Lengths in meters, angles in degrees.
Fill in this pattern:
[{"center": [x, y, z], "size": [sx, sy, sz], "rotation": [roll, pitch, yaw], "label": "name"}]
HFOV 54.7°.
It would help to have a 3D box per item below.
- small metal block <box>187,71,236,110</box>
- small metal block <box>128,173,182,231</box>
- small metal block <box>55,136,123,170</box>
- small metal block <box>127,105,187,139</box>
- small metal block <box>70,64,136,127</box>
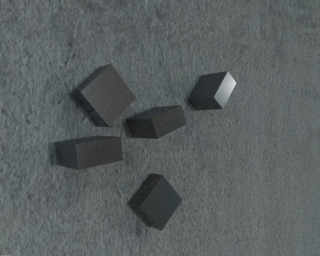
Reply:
[{"center": [0.076, -0.054, 0.455], "size": [0.025, 0.050, 0.050], "rotation": [46, 63, -31], "label": "small metal block"}, {"center": [-0.005, 0.095, 0.403], "size": [0.050, 0.025, 0.050], "rotation": [-51, 120, -28], "label": "small metal block"}, {"center": [-0.075, 0.024, 0.327], "size": [0.050, 0.050, 0.025], "rotation": [-9, 96, -40], "label": "small metal block"}, {"center": [-0.004, -0.008, 0.387], "size": [0.050, 0.050, 0.025], "rotation": [-26, 107, -37], "label": "small metal block"}, {"center": [-0.063, -0.036, 0.353], "size": [0.050, 0.025, 0.050], "rotation": [-51, 120, -28], "label": "small metal block"}]
